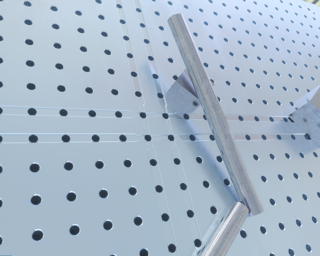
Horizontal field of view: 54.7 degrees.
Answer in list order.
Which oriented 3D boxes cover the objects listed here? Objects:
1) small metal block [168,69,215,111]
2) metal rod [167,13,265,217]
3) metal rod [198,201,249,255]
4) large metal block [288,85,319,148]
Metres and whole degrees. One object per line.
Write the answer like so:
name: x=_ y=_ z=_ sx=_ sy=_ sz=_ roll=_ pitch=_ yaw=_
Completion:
small metal block: x=0.048 y=-0.062 z=0.472 sx=0.050 sy=0.025 sz=0.050 roll=38 pitch=51 yaw=-3
metal rod: x=0.074 y=-0.025 z=0.434 sx=0.025 sy=0.025 sz=0.299 roll=-13 pitch=77 yaw=-34
metal rod: x=0.017 y=0.184 z=0.304 sx=0.025 sy=0.025 sz=0.302 roll=45 pitch=51 yaw=3
large metal block: x=0.295 y=-0.025 z=0.566 sx=0.080 sy=0.050 sz=0.080 roll=47 pitch=51 yaw=5
